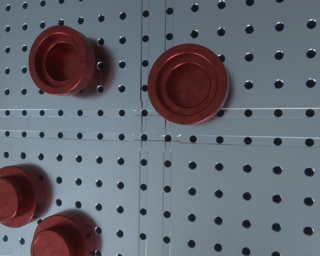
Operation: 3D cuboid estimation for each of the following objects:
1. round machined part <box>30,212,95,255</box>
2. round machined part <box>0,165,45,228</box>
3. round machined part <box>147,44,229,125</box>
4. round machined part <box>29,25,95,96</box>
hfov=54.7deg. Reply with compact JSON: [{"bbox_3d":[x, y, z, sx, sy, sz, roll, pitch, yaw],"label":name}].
[{"bbox_3d":[-0.148,0.177,0.454,0.098,0.042,0.097,0,90,19],"label":"round machined part"},{"bbox_3d":[-0.233,0.108,0.484,0.098,0.042,0.097,0,90,19],"label":"round machined part"},{"bbox_3d":[0.038,-0.052,0.390,0.098,0.042,0.097,0,90,19],"label":"round machined part"},{"bbox_3d":[-0.137,-0.095,0.450,0.098,0.042,0.097,0,90,19],"label":"round machined part"}]
